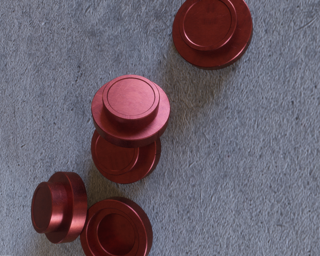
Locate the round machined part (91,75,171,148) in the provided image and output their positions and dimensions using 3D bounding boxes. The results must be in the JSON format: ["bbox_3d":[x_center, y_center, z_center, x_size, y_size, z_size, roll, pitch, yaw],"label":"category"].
[{"bbox_3d":[-0.036,-0.028,0.385,0.099,0.042,0.098,3,58,-4],"label":"round machined part"}]

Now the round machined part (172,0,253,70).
[{"bbox_3d":[0.061,-0.123,0.378,0.098,0.042,0.097,0,90,20],"label":"round machined part"}]

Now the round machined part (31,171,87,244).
[{"bbox_3d":[-0.145,0.109,0.430,0.098,0.042,0.098,-12,73,45],"label":"round machined part"}]

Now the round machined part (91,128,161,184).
[{"bbox_3d":[-0.051,0.027,0.418,0.098,0.042,0.097,0,90,20],"label":"round machined part"}]

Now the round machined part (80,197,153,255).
[{"bbox_3d":[-0.055,0.141,0.419,0.098,0.042,0.097,0,90,20],"label":"round machined part"}]
